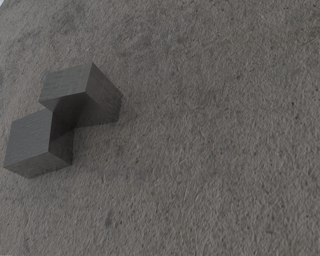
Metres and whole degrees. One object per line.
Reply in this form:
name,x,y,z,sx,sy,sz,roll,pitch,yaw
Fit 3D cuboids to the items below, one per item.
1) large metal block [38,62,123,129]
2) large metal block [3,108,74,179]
large metal block,-0.113,-0.044,0.455,0.080,0.080,0.050,-8,58,24
large metal block,-0.180,0.022,0.469,0.080,0.050,0.080,-19,54,17
